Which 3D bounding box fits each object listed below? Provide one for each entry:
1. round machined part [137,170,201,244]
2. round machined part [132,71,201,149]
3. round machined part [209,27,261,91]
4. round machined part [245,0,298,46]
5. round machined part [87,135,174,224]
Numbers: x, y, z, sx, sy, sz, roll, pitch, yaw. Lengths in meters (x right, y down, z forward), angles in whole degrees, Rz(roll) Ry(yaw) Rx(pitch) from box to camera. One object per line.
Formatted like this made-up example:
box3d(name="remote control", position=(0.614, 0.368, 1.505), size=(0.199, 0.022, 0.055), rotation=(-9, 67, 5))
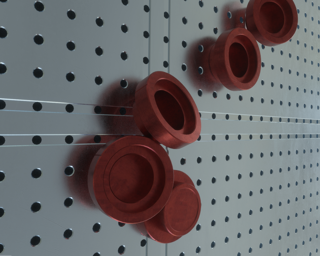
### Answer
box3d(name="round machined part", position=(0.017, 0.105, 0.415), size=(0.099, 0.042, 0.097), rotation=(0, 91, -40))
box3d(name="round machined part", position=(0.004, -0.019, 0.387), size=(0.098, 0.042, 0.098), rotation=(31, 44, -35))
box3d(name="round machined part", position=(0.118, -0.108, 0.499), size=(0.099, 0.042, 0.097), rotation=(0, 90, -40))
box3d(name="round machined part", position=(0.192, -0.193, 0.550), size=(0.099, 0.042, 0.097), rotation=(0, 90, -22))
box3d(name="round machined part", position=(-0.036, 0.058, 0.362), size=(0.099, 0.042, 0.097), rotation=(2, 85, -29))
